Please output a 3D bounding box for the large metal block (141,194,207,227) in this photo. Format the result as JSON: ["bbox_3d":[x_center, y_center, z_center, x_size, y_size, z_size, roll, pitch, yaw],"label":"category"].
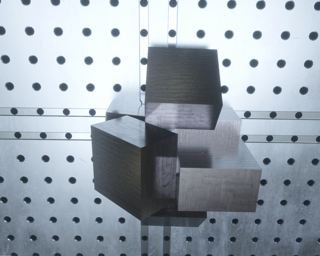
[{"bbox_3d":[0.016,0.100,0.415,0.080,0.050,0.080,2,155,-1],"label":"large metal block"}]

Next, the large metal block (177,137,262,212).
[{"bbox_3d":[0.059,0.049,0.349,0.080,0.080,0.050,1,110,-1],"label":"large metal block"}]

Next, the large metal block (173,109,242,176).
[{"bbox_3d":[0.056,0.018,0.407,0.080,0.050,0.079,3,110,-1],"label":"large metal block"}]

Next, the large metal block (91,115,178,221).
[{"bbox_3d":[-0.029,0.039,0.336,0.080,0.050,0.079,20,118,41],"label":"large metal block"}]

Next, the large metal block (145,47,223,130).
[{"bbox_3d":[0.025,-0.046,0.360,0.080,0.080,0.050,2,148,-1],"label":"large metal block"}]

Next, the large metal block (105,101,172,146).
[{"bbox_3d":[-0.029,0.014,0.405,0.080,0.050,0.079,6,110,-3],"label":"large metal block"}]
